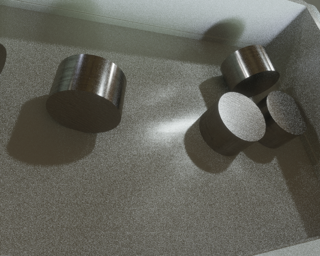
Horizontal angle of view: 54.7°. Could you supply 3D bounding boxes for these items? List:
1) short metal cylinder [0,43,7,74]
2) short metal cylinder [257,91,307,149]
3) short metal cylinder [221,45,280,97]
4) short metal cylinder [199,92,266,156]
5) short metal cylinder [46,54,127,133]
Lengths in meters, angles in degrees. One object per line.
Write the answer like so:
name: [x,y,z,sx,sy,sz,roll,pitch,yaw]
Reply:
short metal cylinder: [-0.200,-0.063,0.302,0.050,0.080,0.080,34,51,-6]
short metal cylinder: [0.188,-0.013,0.502,0.081,0.050,0.080,14,56,-21]
short metal cylinder: [0.146,-0.090,0.506,0.081,0.080,0.050,-3,63,-30]
short metal cylinder: [0.105,-0.005,0.452,0.081,0.050,0.080,14,56,-21]
short metal cylinder: [-0.081,-0.037,0.350,0.081,0.080,0.050,17,55,-19]
